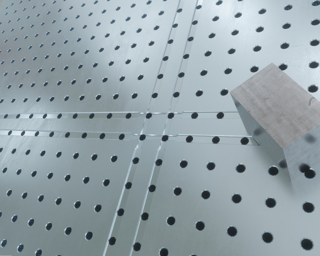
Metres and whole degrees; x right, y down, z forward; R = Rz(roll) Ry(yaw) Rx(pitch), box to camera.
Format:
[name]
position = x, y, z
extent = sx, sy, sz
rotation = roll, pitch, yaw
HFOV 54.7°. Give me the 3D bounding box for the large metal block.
[large metal block]
position = 0.123, -0.005, 0.311
extent = 0.050, 0.080, 0.080
rotation = -36, 52, 5
